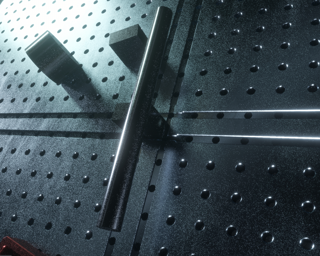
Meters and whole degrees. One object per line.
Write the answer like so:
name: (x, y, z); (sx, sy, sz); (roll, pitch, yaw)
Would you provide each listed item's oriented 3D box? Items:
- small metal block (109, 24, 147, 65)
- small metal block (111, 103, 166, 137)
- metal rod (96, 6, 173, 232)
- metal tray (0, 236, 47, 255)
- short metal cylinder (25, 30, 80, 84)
small metal block: (-0.046, -0.133, 0.496); (0.050, 0.050, 0.025); (-13, 57, 21)
small metal block: (-0.027, -0.010, 0.411); (0.050, 0.050, 0.025); (-1, 61, 27)
metal rod: (-0.023, -0.031, 0.373); (0.025, 0.025, 0.299); (-2, 61, 27)
metal tray: (-0.187, 0.210, 0.371); (0.090, 0.030, 0.130); (14, 68, 33)
short metal cylinder: (-0.187, -0.124, 0.545); (0.050, 0.080, 0.080); (-41, 51, 0)
